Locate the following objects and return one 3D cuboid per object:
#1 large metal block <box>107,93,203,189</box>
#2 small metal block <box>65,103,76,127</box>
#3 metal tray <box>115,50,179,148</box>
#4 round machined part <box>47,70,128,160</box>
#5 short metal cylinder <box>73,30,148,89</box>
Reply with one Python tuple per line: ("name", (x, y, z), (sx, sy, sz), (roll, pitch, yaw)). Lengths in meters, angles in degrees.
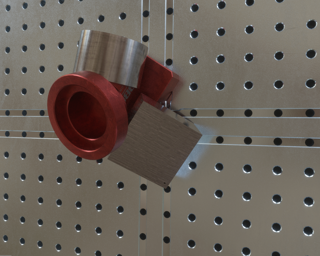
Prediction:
("large metal block", (-0.008, 0.015, 0.382), (0.080, 0.050, 0.080), (30, 101, -14))
("small metal block", (-0.105, -0.027, 0.402), (0.025, 0.050, 0.050), (20, 97, 18))
("metal tray", (-0.046, -0.040, 0.426), (0.090, 0.030, 0.129), (36, 101, 16))
("round machined part", (-0.076, -0.017, 0.350), (0.098, 0.042, 0.097), (12, 116, 27))
("short metal cylinder", (-0.059, -0.080, 0.371), (0.080, 0.080, 0.050), (14, 95, 19))
